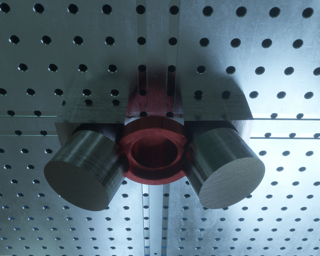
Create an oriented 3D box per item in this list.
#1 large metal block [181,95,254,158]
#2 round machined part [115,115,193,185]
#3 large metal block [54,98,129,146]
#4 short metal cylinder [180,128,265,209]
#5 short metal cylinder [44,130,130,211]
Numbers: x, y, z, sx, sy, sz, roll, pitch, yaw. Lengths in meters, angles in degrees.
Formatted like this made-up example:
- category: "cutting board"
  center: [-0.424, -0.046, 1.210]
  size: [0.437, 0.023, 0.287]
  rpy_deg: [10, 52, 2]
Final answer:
- category: "large metal block"
  center: [0.068, 0.005, 0.400]
  size: [0.080, 0.050, 0.079]
  rpy_deg: [-1, 130, 0]
- category: "round machined part"
  center: [-0.007, 0.023, 0.381]
  size: [0.099, 0.042, 0.097]
  rpy_deg: [0, 130, 0]
- category: "large metal block"
  center: [-0.082, 0.008, 0.401]
  size: [0.081, 0.050, 0.079]
  rpy_deg: [0, 130, -1]
- category: "short metal cylinder"
  center: [0.070, 0.046, 0.352]
  size: [0.081, 0.050, 0.079]
  rpy_deg: [-13, 132, -15]
- category: "short metal cylinder"
  center: [-0.082, 0.049, 0.353]
  size: [0.080, 0.050, 0.079]
  rpy_deg: [14, 133, 16]
